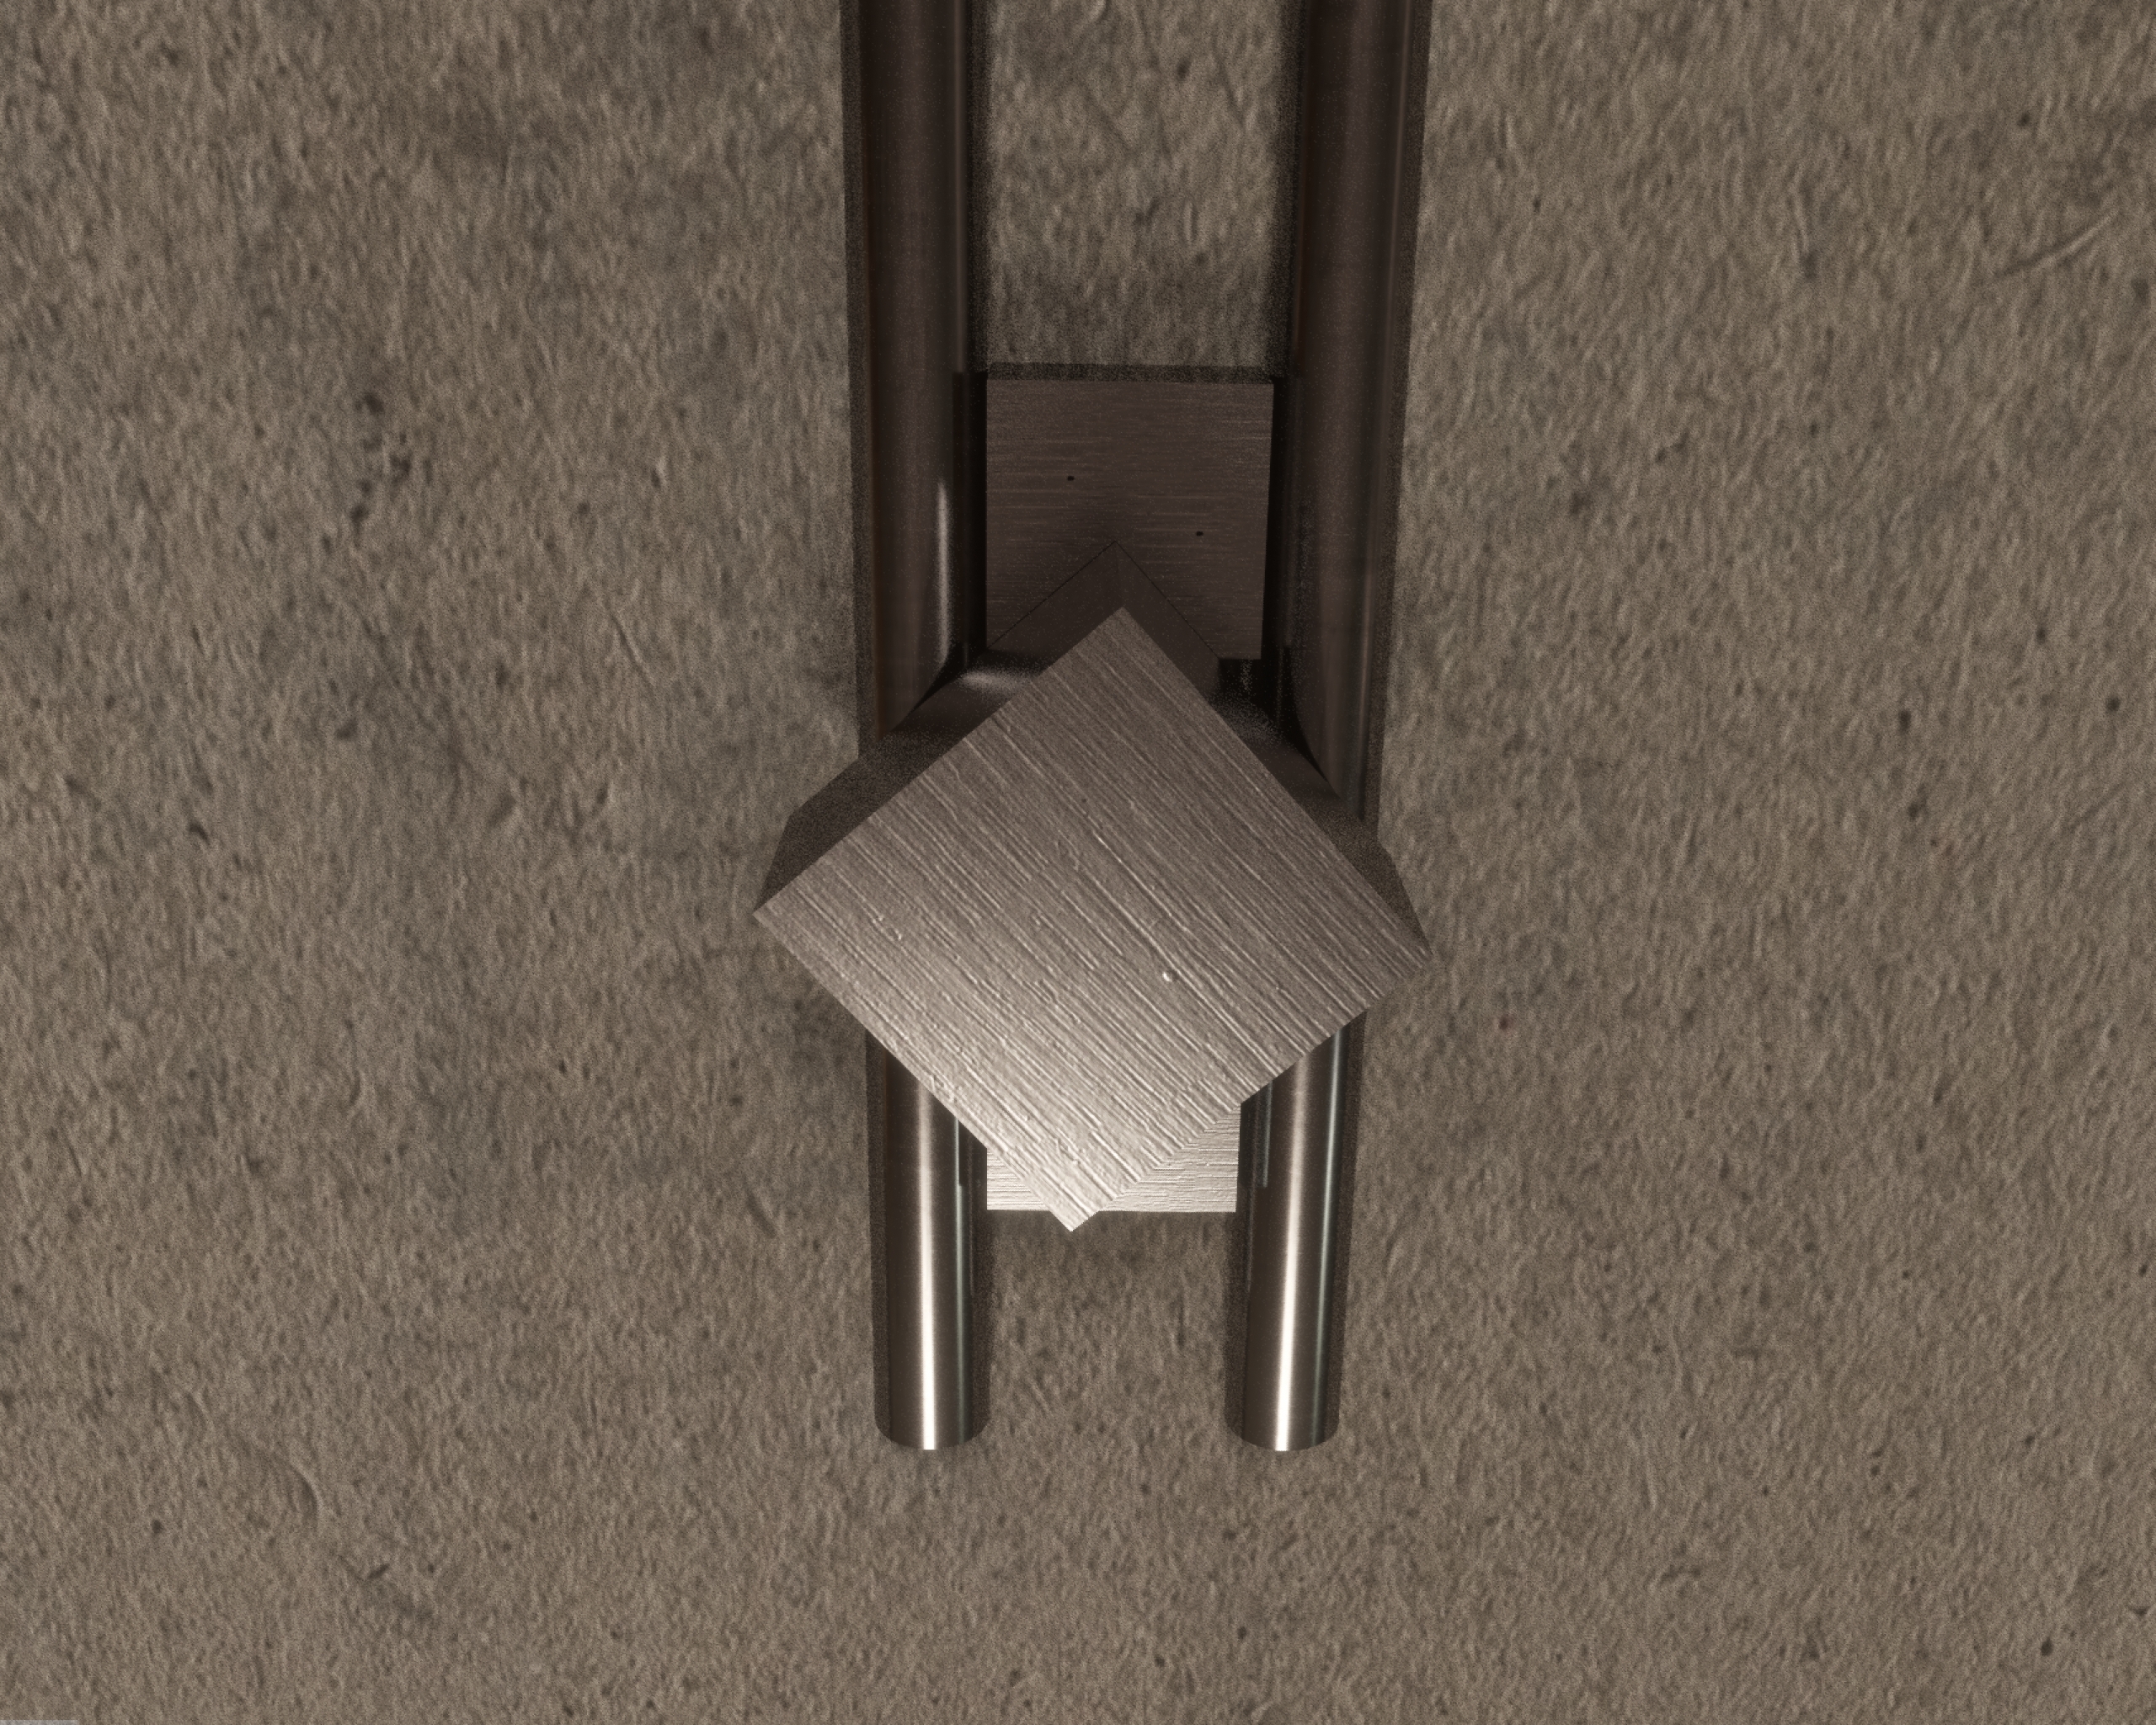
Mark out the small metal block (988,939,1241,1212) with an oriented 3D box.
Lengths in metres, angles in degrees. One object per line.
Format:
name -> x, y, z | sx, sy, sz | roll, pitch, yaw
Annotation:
small metal block -> 0.007, 0.043, 0.426 | 0.050, 0.025, 0.050 | 1, 110, -1

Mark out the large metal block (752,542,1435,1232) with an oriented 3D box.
large metal block -> 0.003, 0.004, 0.370 | 0.080, 0.050, 0.080 | -39, 106, 13

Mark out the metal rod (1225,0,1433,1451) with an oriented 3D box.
metal rod -> 0.047, -0.018, 0.405 | 0.025, 0.025, 0.298 | 0, 110, -1

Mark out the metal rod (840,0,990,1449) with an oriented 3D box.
metal rod -> -0.030, -0.019, 0.404 | 0.025, 0.025, 0.298 | 0, 110, -1

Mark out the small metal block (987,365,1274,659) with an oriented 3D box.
small metal block -> 0.009, -0.065, 0.386 | 0.050, 0.025, 0.050 | 1, 110, -1
